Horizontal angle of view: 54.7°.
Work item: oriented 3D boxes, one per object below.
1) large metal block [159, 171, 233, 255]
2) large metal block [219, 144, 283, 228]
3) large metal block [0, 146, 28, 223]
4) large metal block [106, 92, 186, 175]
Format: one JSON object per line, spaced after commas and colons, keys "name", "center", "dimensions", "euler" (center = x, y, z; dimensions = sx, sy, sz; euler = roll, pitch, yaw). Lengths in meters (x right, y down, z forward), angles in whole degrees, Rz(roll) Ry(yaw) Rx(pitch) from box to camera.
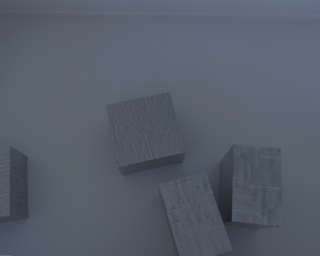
{"name": "large metal block", "center": [0.034, 0.101, 0.344], "dimensions": [0.050, 0.080, 0.080], "euler": [-15, 71, -5]}
{"name": "large metal block", "center": [0.100, 0.070, 0.355], "dimensions": [0.050, 0.080, 0.080], "euler": [6, 70, 2]}
{"name": "large metal block", "center": [-0.208, 0.072, 0.369], "dimensions": [0.081, 0.050, 0.080], "euler": [-9, 70, -3]}
{"name": "large metal block", "center": [-0.018, 0.008, 0.393], "dimensions": [0.081, 0.050, 0.080], "euler": [-12, 71, -5]}
